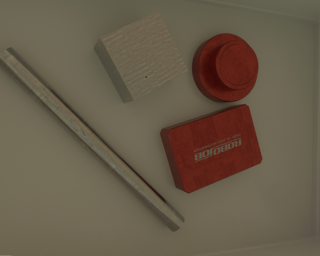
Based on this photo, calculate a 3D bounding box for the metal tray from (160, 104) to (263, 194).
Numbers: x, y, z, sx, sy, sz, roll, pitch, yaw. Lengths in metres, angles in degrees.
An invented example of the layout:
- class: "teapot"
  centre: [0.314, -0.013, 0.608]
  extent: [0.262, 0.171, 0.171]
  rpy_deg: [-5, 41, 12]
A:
- class: "metal tray"
  centre: [0.075, 0.026, 0.437]
  extent: [0.131, 0.030, 0.089]
  rpy_deg: [-18, 96, -20]

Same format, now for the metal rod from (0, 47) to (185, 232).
- class: "metal rod"
  centre: [-0.075, 0.024, 0.383]
  extent: [0.025, 0.025, 0.300]
  rpy_deg: [-47, 105, -14]

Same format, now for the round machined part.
- class: "round machined part"
  centre: [0.099, -0.086, 0.439]
  extent: [0.099, 0.042, 0.097]
  rpy_deg: [0, 90, -21]

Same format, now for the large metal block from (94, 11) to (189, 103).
- class: "large metal block"
  centre: [-0.024, -0.086, 0.389]
  extent: [0.080, 0.050, 0.080]
  rpy_deg: [-31, 101, -18]
